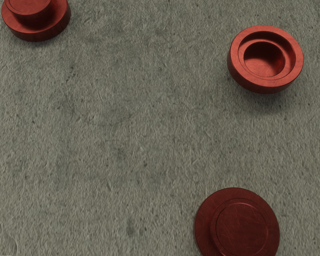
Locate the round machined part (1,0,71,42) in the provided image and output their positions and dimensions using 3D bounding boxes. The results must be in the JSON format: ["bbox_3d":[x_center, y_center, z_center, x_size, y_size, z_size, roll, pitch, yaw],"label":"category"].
[{"bbox_3d":[-0.189,-0.182,0.464,0.099,0.042,0.098,0,70,0],"label":"round machined part"}]

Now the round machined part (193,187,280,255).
[{"bbox_3d":[0.089,0.117,0.357,0.099,0.042,0.098,0,70,0],"label":"round machined part"}]

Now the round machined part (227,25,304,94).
[{"bbox_3d":[0.142,-0.091,0.433,0.099,0.042,0.098,0,70,0],"label":"round machined part"}]
